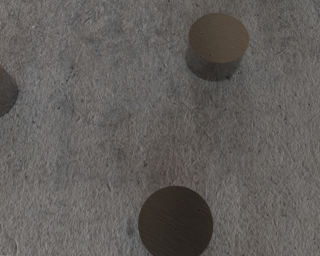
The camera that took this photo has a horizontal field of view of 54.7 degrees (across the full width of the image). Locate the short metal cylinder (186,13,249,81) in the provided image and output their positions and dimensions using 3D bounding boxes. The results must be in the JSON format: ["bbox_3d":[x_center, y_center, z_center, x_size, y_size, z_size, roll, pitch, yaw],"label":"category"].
[{"bbox_3d":[0.079,-0.113,0.436,0.081,0.050,0.080,0,70,0],"label":"short metal cylinder"}]

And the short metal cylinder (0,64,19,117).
[{"bbox_3d":[-0.240,-0.055,0.413,0.081,0.050,0.080,0,70,0],"label":"short metal cylinder"}]

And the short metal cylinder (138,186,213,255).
[{"bbox_3d":[0.017,0.110,0.355,0.081,0.050,0.080,0,70,0],"label":"short metal cylinder"}]
